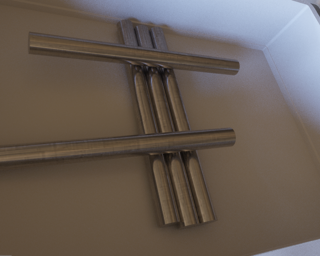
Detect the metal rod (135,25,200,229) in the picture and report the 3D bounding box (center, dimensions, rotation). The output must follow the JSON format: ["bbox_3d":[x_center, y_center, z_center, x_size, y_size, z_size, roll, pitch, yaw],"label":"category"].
[{"bbox_3d":[0.002,-0.019,0.417,0.025,0.025,0.299,1,61,-28],"label":"metal rod"}]

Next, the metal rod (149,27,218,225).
[{"bbox_3d":[0.025,-0.020,0.429,0.025,0.025,0.299,1,61,-28],"label":"metal rod"}]

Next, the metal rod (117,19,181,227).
[{"bbox_3d":[-0.021,-0.024,0.408,0.025,0.025,0.299,1,61,-28],"label":"metal rod"}]

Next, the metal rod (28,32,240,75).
[{"bbox_3d":[-0.015,-0.097,0.422,0.303,0.025,0.025,0,62,-28],"label":"metal rod"}]

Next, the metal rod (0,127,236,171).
[{"bbox_3d":[-0.050,0.021,0.341,0.303,0.025,0.025,-4,64,-22],"label":"metal rod"}]
